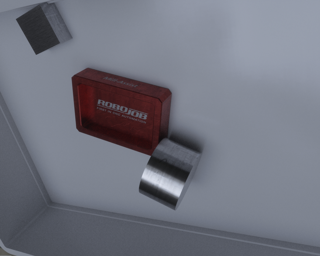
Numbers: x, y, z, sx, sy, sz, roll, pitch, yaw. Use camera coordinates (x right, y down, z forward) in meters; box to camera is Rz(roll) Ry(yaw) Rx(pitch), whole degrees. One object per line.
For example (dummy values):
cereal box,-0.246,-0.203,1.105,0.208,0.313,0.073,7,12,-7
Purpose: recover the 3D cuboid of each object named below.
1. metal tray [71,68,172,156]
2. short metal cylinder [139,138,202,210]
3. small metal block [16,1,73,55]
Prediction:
metal tray,-0.053,-0.022,0.418,0.130,0.030,0.089,17,125,18
short metal cylinder,0.014,0.059,0.401,0.050,0.080,0.079,24,127,13
small metal block,-0.151,-0.130,0.406,0.050,0.025,0.050,-12,113,33
